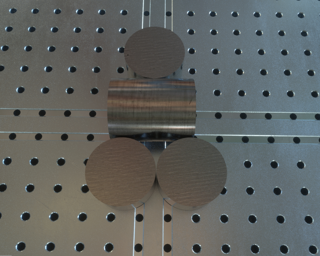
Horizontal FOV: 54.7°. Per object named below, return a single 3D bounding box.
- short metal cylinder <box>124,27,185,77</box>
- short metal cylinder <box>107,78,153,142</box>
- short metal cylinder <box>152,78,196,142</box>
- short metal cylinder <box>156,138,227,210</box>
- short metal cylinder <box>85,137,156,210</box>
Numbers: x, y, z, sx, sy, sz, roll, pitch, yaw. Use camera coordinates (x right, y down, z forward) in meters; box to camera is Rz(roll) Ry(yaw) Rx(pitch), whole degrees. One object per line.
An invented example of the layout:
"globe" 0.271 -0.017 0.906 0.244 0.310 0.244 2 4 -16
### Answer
"short metal cylinder" -0.007 -0.093 0.432 0.081 0.050 0.080 0 70 0
"short metal cylinder" -0.035 -0.023 0.391 0.050 0.080 0.080 0 70 0
"short metal cylinder" 0.016 -0.022 0.392 0.050 0.080 0.080 0 70 0
"short metal cylinder" 0.036 0.057 0.376 0.081 0.050 0.080 0 70 0
"short metal cylinder" -0.045 0.057 0.376 0.081 0.050 0.080 0 70 0
